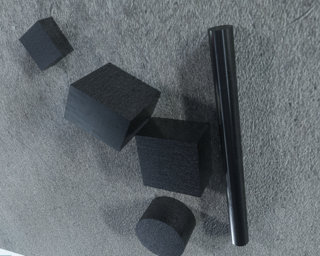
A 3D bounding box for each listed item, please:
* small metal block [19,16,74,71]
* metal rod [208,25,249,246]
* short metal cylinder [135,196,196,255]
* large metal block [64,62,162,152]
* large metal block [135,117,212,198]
[{"bbox_3d":[-0.153,-0.113,0.418,0.050,0.025,0.050,-23,106,36],"label":"small metal block"},{"bbox_3d":[0.088,0.030,0.378,0.025,0.025,0.298,3,120,27],"label":"metal rod"},{"bbox_3d":[0.009,0.154,0.481,0.080,0.050,0.079,13,124,21],"label":"short metal cylinder"},{"bbox_3d":[-0.057,-0.029,0.383,0.080,0.080,0.050,31,128,8],"label":"large metal block"},{"bbox_3d":[0.020,0.036,0.402,0.080,0.050,0.079,7,122,24],"label":"large metal block"}]
